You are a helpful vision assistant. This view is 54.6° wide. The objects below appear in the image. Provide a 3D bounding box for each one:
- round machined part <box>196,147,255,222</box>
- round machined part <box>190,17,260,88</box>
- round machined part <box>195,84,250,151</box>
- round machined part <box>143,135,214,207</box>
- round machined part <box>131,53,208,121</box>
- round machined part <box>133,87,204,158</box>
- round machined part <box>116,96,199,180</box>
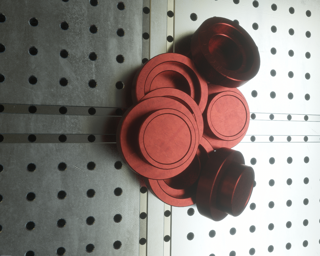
[{"bbox_3d":[0.092,0.078,0.411,0.099,0.042,0.097,-24,121,-46],"label":"round machined part"},{"bbox_3d":[0.084,-0.097,0.422,0.099,0.042,0.098,10,65,-23],"label":"round machined part"},{"bbox_3d":[0.086,-0.016,0.434,0.099,0.042,0.097,0,90,-20],"label":"round machined part"},{"bbox_3d":[0.023,0.051,0.412,0.099,0.042,0.097,0,90,-20],"label":"round machined part"},{"bbox_3d":[0.010,-0.046,0.407,0.099,0.042,0.097,0,90,-20],"label":"round machined part"},{"bbox_3d":[0.004,-0.002,0.404,0.099,0.042,0.097,0,90,-20],"label":"round machined part"},{"bbox_3d":[0.002,0.012,0.359,0.099,0.042,0.097,0,90,-20],"label":"round machined part"}]
